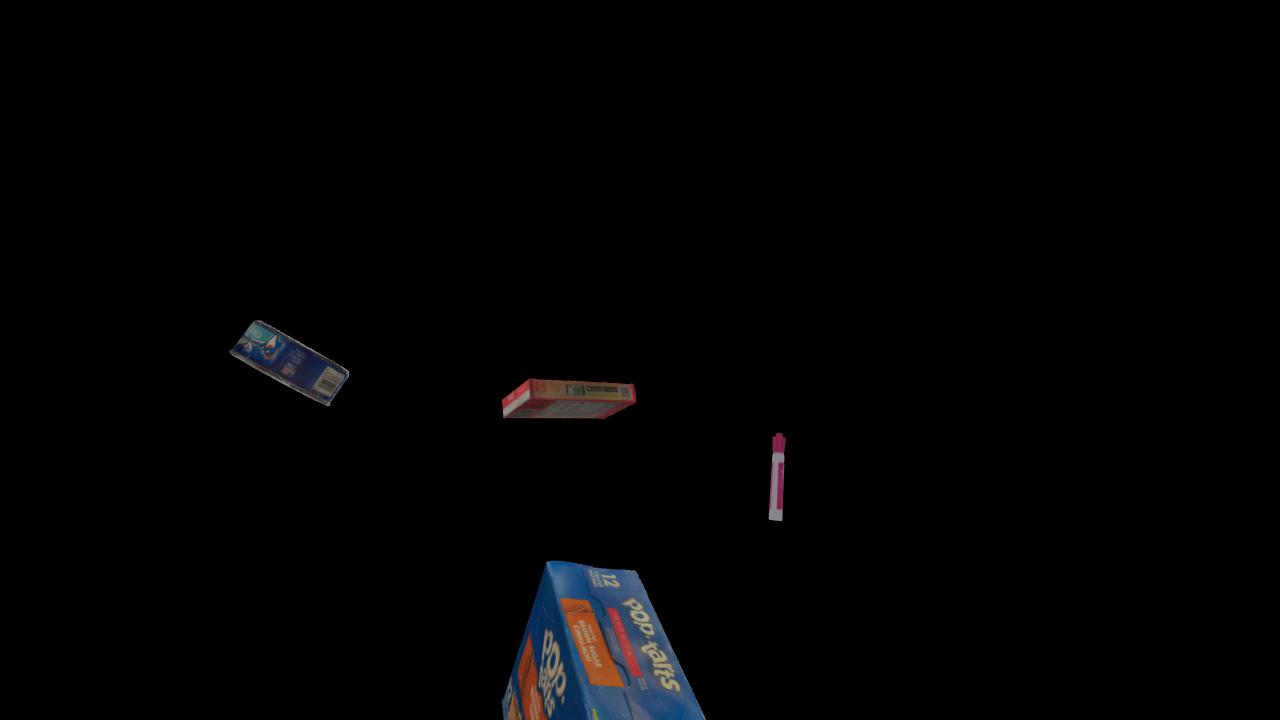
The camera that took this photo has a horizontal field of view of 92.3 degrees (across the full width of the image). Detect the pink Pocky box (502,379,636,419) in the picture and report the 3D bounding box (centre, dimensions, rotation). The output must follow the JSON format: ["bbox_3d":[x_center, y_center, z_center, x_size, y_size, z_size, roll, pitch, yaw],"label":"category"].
[{"bbox_3d":[-0.090,0.052,0.794,0.155,0.029,0.084,4,-22,-35],"label":"pink Pocky box"}]

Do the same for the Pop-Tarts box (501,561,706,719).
[{"bbox_3d":[-0.035,0.255,0.438,0.083,0.141,0.167,13,14,-23],"label":"Pop-Tarts box"}]

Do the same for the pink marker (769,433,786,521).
[{"bbox_3d":[0.192,0.162,0.860,0.020,0.121,0.020,6,-13,1],"label":"pink marker"}]

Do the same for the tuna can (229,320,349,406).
[{"bbox_3d":[-0.285,0.003,0.504,0.084,0.034,0.084,27,-15,8],"label":"tuna can"}]
